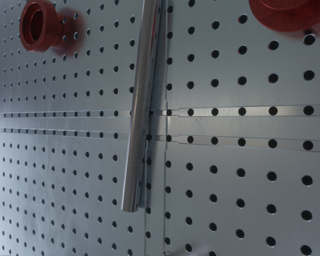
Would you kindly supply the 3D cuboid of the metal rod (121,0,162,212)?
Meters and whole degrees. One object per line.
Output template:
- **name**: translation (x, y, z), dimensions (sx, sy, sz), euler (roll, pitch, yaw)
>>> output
- **metal rod**: translation (-0.026, -0.031, 0.430), dimensions (0.025, 0.025, 0.298), euler (11, 97, 39)

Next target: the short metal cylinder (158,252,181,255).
- **short metal cylinder**: translation (0.004, 0.206, 0.390), dimensions (0.080, 0.050, 0.079), euler (0, 90, 40)

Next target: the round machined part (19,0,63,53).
- **round machined part**: translation (-0.219, -0.189, 0.579), dimensions (0.098, 0.042, 0.097), euler (0, 90, 40)

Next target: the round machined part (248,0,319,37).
- **round machined part**: translation (0.129, -0.140, 0.292), dimensions (0.098, 0.042, 0.097), euler (0, 90, 40)
